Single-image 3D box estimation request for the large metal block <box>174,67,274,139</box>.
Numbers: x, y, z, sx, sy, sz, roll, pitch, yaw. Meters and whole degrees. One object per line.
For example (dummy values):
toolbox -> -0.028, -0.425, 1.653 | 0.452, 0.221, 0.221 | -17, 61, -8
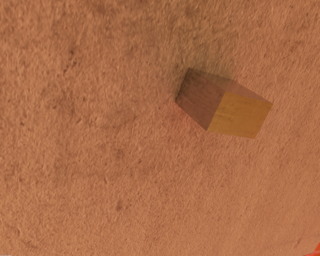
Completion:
large metal block -> 0.078, -0.032, 0.394 | 0.081, 0.080, 0.050 | 9, 114, -32
